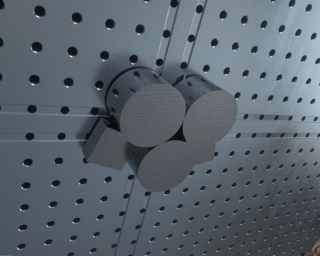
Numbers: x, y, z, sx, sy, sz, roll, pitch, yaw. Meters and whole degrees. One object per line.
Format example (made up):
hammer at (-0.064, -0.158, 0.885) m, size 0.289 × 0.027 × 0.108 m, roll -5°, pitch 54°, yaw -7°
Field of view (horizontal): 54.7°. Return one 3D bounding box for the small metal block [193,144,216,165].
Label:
small metal block at (0.053, 0.026, 0.452) m, size 0.050 × 0.025 × 0.050 m, roll -13°, pitch 124°, yaw -21°

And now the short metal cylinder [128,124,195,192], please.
short metal cylinder at (-0.001, 0.038, 0.414) m, size 0.081 × 0.050 × 0.079 m, roll -14°, pitch 124°, yaw -21°

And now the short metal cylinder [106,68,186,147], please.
short metal cylinder at (-0.017, -0.024, 0.366) m, size 0.081 × 0.050 × 0.079 m, roll -14°, pitch 124°, yaw -21°

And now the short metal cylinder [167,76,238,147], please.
short metal cylinder at (0.053, -0.022, 0.406) m, size 0.081 × 0.050 × 0.079 m, roll -14°, pitch 124°, yaw -21°

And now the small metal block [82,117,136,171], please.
small metal block at (-0.061, 0.021, 0.387) m, size 0.050 × 0.025 × 0.050 m, roll 23°, pitch 106°, yaw -37°
